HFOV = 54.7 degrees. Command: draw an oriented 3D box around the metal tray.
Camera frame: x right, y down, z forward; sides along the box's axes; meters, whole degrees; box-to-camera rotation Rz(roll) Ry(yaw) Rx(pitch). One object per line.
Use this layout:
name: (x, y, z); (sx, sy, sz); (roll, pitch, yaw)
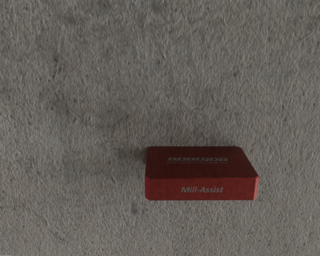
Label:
metal tray: (0.048, 0.055, 0.396); (0.131, 0.090, 0.030); (0, 110, -1)
